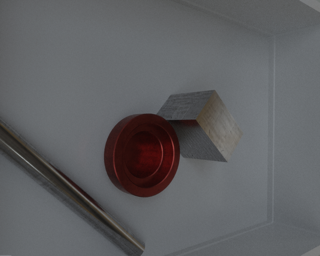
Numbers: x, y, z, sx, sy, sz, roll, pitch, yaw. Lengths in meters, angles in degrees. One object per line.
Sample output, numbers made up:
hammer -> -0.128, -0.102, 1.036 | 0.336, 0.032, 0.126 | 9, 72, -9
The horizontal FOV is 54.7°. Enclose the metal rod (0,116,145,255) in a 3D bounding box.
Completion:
metal rod -> -0.112, 0.049, 0.313 | 0.300, 0.025, 0.025 | 51, 60, -28

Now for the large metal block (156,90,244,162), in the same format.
large metal block -> 0.051, -0.002, 0.416 | 0.080, 0.080, 0.050 | 50, 60, -29

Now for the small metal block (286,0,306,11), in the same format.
small metal block -> 0.286, -0.286, 0.652 | 0.050, 0.025, 0.050 | 50, 61, -29

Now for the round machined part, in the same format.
round machined part -> -0.025, 0.032, 0.376 | 0.099, 0.042, 0.097 | 0, 90, -40
